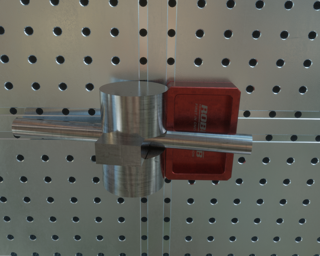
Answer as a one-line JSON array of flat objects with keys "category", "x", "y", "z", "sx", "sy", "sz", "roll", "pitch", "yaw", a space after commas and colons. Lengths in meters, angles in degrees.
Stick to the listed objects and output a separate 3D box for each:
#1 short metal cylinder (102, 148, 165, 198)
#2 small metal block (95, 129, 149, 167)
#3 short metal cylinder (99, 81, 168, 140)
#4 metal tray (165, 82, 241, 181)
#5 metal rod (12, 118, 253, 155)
[{"category": "short metal cylinder", "x": -0.034, "y": 0.046, "z": 0.400, "sx": 0.081, "sy": 0.080, "sz": 0.050, "roll": 1, "pitch": 110, "yaw": -1}, {"category": "small metal block", "x": -0.042, "y": 0.021, "z": 0.356, "sx": 0.050, "sy": 0.050, "sz": 0.025, "roll": 4, "pitch": 110, "yaw": 7}, {"category": "short metal cylinder", "x": -0.031, "y": -0.024, "z": 0.373, "sx": 0.081, "sy": 0.080, "sz": 0.050, "roll": 1, "pitch": 110, "yaw": -1}, {"category": "metal tray", "x": 0.053, "y": 0.006, "z": 0.413, "sx": 0.091, "sy": 0.030, "sz": 0.129, "roll": 1, "pitch": 110, "yaw": -1}, {"category": "metal rod", "x": -0.040, "y": 0.009, "z": 0.391, "sx": 0.302, "sy": 0.025, "sz": 0.025, "roll": 4, "pitch": 110, "yaw": 7}]
